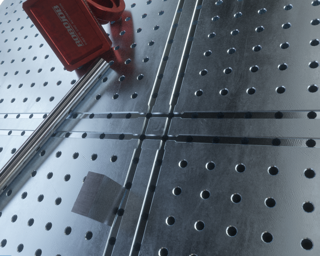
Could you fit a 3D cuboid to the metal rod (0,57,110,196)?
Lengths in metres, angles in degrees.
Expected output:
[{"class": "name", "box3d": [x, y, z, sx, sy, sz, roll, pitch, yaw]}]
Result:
[{"class": "metal rod", "box3d": [-0.186, 0.005, 0.500, 0.025, 0.025, 0.300, 31, 78, 37]}]

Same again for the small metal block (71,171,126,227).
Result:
[{"class": "small metal block", "box3d": [-0.073, 0.087, 0.376, 0.025, 0.050, 0.050, 7, 65, 31]}]

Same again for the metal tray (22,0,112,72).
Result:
[{"class": "metal tray", "box3d": [-0.154, -0.173, 0.526, 0.090, 0.130, 0.030, -27, 23, 11]}]

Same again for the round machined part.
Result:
[{"class": "round machined part", "box3d": [-0.118, -0.230, 0.575, 0.042, 0.099, 0.098, -50, 41, 40]}]
